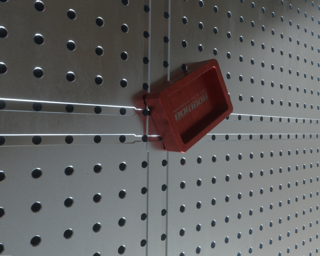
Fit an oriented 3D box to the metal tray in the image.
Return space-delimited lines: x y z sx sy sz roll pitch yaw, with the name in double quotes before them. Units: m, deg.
"metal tray" 0.047 -0.034 0.447 0.131 0.030 0.090 -36 113 -34
